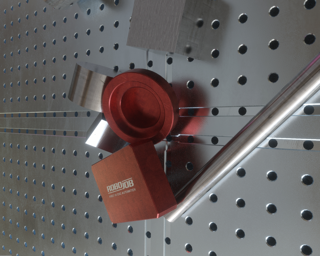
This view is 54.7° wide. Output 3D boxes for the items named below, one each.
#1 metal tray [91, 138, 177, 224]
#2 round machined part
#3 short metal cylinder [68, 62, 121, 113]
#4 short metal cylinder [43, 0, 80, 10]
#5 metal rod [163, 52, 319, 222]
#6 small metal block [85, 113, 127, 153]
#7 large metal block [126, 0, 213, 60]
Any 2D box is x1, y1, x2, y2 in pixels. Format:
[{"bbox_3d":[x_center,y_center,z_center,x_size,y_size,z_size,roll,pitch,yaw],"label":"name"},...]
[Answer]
[{"bbox_3d":[-0.040,0.075,0.408,0.130,0.030,0.090,-29,81,52],"label":"metal tray"},{"bbox_3d":[-0.021,-0.029,0.400,0.098,0.042,0.097,10,116,21],"label":"round machined part"},{"bbox_3d":[-0.086,-0.059,0.444,0.080,0.081,0.050,30,109,36],"label":"short metal cylinder"},{"bbox_3d":[-0.159,-0.242,0.505,0.050,0.081,0.080,-14,81,39],"label":"short metal cylinder"},{"bbox_3d":[0.096,0.009,0.329,0.298,0.025,0.025,-50,61,28],"label":"metal rod"},{"bbox_3d":[-0.073,0.006,0.449,0.050,0.050,0.025,-50,29,30],"label":"small metal block"},{"bbox_3d":[0.011,-0.133,0.384,0.080,0.050,0.079,20,103,38],"label":"large metal block"}]
